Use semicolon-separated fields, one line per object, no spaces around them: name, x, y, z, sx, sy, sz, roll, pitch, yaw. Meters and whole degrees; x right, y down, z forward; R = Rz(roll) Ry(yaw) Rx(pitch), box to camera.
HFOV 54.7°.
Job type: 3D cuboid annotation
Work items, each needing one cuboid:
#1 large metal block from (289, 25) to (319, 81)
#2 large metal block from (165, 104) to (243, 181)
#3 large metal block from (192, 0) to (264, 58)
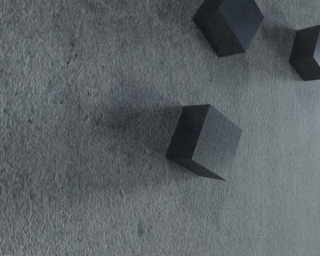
large metal block;0.326;-0.158;0.661;0.080;0.050;0.080;33;70;-35
large metal block;0.065;0.021;0.443;0.080;0.050;0.080;33;70;-35
large metal block;0.107;-0.169;0.478;0.080;0.050;0.080;46;63;-30
